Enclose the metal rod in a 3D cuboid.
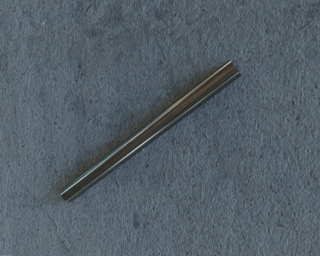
[{"bbox_3d":[-0.023,0.013,0.419,0.300,0.025,0.025,-37,78,16],"label":"metal rod"}]
